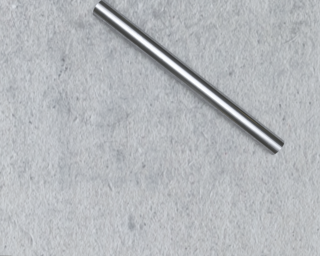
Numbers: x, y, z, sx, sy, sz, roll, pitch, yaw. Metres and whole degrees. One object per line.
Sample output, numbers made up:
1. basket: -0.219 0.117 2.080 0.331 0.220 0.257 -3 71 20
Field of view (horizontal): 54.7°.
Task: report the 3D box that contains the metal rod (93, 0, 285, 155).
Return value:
1. metal rod: 0.038 -0.066 0.410 0.300 0.025 0.025 38 90 -1
